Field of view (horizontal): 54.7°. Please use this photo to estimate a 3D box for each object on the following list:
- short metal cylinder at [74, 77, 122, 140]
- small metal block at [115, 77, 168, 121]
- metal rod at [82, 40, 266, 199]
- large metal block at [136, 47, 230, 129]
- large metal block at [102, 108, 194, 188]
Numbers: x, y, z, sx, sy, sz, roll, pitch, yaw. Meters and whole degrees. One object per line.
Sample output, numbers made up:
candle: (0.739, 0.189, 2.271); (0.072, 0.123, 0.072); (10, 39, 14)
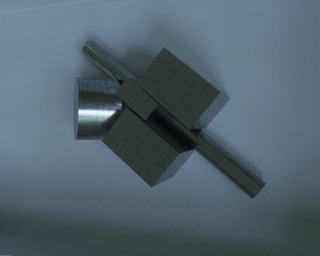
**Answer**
short metal cylinder: (-0.083, -0.024, 0.402); (0.050, 0.080, 0.079); (1, 90, -20)
small metal block: (-0.019, -0.034, 0.377); (0.050, 0.050, 0.025); (42, 103, 14)
metal rod: (0.008, -0.020, 0.406); (0.300, 0.025, 0.025); (41, 103, 15)
large metal block: (0.031, -0.043, 0.369); (0.080, 0.080, 0.050); (42, 103, 15)
large metal block: (-0.010, 0.021, 0.383); (0.080, 0.080, 0.050); (41, 103, 15)
